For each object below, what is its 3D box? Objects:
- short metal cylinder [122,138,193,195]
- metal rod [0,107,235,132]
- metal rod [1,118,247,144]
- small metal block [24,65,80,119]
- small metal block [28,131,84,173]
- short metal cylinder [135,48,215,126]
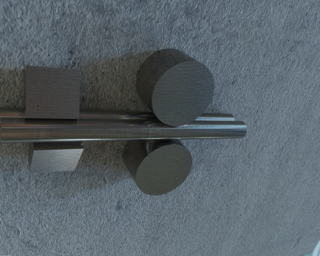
[{"bbox_3d":[-0.004,0.043,0.417,0.081,0.050,0.079,-14,124,-21],"label":"short metal cylinder"},{"bbox_3d":[-0.030,-0.009,0.386,0.303,0.025,0.025,0,119,-29],"label":"metal rod"},{"bbox_3d":[-0.019,0.002,0.367,0.303,0.025,0.025,0,119,-28],"label":"metal rod"},{"bbox_3d":[-0.110,-0.034,0.315,0.050,0.025,0.050,0,91,-28],"label":"small metal block"},{"bbox_3d":[-0.118,0.026,0.347,0.050,0.025,0.050,0,145,-29],"label":"small metal block"},{"bbox_3d":[0.017,-0.049,0.371,0.081,0.050,0.079,-14,124,-21],"label":"short metal cylinder"}]
